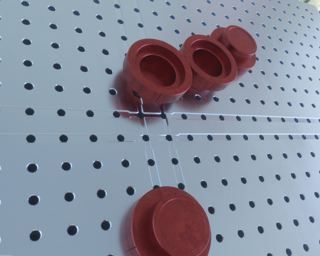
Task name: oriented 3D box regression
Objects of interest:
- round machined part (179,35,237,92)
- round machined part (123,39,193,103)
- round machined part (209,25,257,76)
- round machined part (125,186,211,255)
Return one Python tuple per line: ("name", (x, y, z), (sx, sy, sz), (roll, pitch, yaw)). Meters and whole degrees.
("round machined part", (0.072, -0.099, 0.498), (0.099, 0.042, 0.098), (14, 56, -21))
("round machined part", (-0.006, -0.076, 0.442), (0.099, 0.042, 0.098), (13, 56, -21))
("round machined part", (0.136, -0.147, 0.563), (0.099, 0.042, 0.098), (14, 56, -21))
("round machined part", (0.015, 0.111, 0.339), (0.099, 0.042, 0.098), (14, 56, -21))
